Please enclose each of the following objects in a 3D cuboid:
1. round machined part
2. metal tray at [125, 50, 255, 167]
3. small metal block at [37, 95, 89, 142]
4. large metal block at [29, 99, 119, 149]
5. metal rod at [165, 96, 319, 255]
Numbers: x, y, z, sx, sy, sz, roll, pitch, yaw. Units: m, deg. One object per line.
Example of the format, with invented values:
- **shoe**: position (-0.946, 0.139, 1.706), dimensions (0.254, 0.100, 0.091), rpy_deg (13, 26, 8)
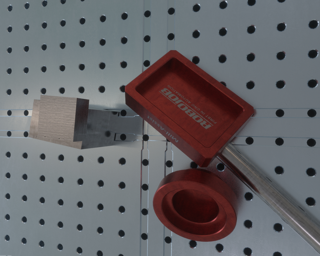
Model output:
- **round machined part**: position (0.045, 0.087, 0.373), dimensions (0.098, 0.042, 0.097), rpy_deg (10, 125, 15)
- **metal tray**: position (0.033, -0.027, 0.372), dimensions (0.130, 0.030, 0.090), rpy_deg (40, 66, 15)
- **small metal block**: position (-0.115, -0.012, 0.368), dimensions (0.050, 0.025, 0.050), rpy_deg (6, 92, 19)
- **large metal block**: position (-0.115, -0.006, 0.424), dimensions (0.080, 0.080, 0.050), rpy_deg (11, 94, 19)
- **metal rod**: position (0.115, 0.063, 0.371), dimensions (0.300, 0.025, 0.025), rpy_deg (44, 104, 14)
